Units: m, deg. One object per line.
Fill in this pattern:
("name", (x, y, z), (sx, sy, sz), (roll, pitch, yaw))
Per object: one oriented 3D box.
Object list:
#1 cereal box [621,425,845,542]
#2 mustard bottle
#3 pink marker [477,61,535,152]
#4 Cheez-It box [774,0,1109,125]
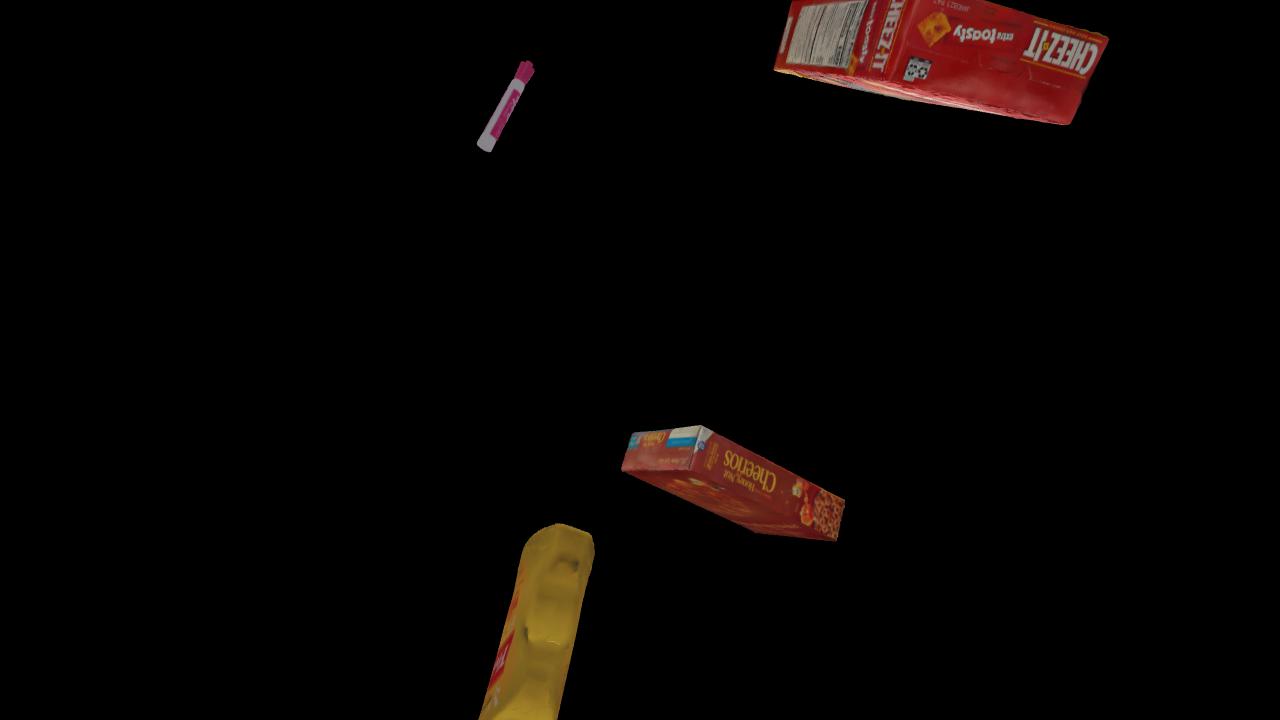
("cereal box", (0.147, 0.201, 0.992), (0.306, 0.081, 0.203), (29, -23, -22))
("mustard bottle", (-0.075, 0.213, 0.420), (0.054, 0.184, 0.092), (26, -47, -15))
("pink marker", (-0.159, -0.306, 0.737), (0.020, 0.121, 0.020), (26, -7, 3))
("Cheez-It box", (0.236, -0.263, 0.529), (0.166, 0.071, 0.223), (5, 27, -14))
